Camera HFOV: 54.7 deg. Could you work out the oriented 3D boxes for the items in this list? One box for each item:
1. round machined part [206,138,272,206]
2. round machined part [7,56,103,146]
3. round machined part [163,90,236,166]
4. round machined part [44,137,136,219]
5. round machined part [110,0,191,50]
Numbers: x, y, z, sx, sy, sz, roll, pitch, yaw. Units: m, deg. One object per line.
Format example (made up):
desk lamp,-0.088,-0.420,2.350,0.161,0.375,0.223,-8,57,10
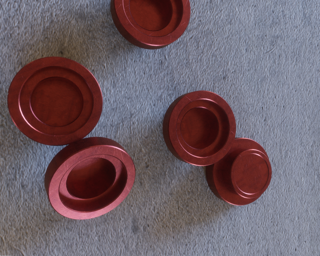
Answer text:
round machined part,0.119,0.063,0.444,0.099,0.042,0.097,0,90,-20
round machined part,-0.119,-0.029,0.356,0.099,0.042,0.097,0,90,-20
round machined part,0.049,0.000,0.418,0.099,0.042,0.097,0,90,-20
round machined part,-0.081,0.053,0.356,0.099,0.042,0.097,-15,123,-24
round machined part,-0.014,-0.148,0.394,0.099,0.042,0.097,0,90,-20
